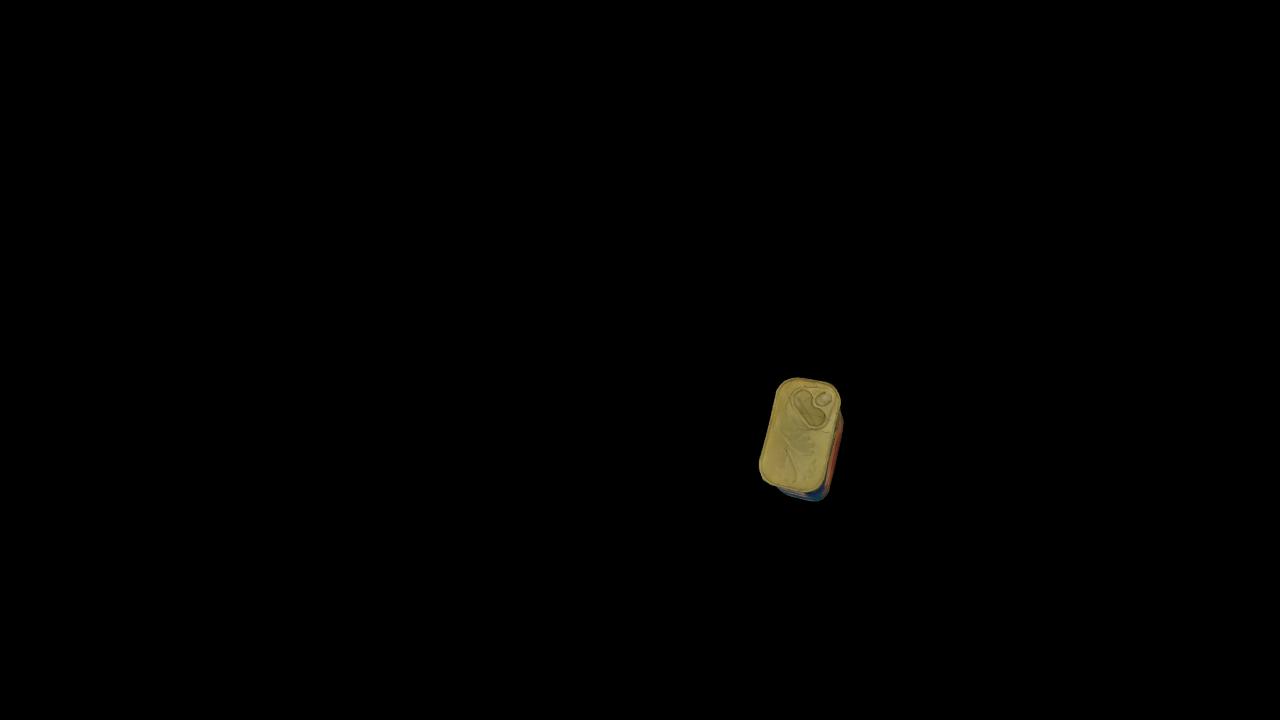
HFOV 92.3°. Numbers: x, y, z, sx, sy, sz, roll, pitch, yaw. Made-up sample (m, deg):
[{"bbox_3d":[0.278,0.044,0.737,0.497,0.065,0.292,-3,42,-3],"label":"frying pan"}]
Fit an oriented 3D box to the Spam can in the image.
[{"bbox_3d":[0.154,0.078,0.576,0.058,0.101,0.085,11,-15,25],"label":"Spam can"}]
